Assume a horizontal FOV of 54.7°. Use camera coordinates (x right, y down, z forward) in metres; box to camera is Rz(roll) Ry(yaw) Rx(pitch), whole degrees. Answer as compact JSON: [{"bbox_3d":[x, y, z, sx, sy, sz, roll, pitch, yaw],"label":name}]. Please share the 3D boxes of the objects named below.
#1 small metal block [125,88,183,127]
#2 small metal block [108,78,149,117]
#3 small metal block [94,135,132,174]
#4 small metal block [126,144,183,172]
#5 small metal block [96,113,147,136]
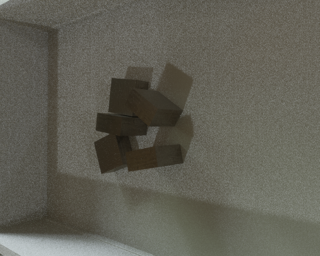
[{"bbox_3d":[-0.008,-0.026,0.397,0.050,0.050,0.025,41,115,32],"label":"small metal block"},{"bbox_3d":[-0.046,-0.044,0.445,0.050,0.025,0.050,11,97,39],"label":"small metal block"},{"bbox_3d":[-0.068,0.037,0.464,0.050,0.025,0.050,-26,74,37],"label":"small metal block"},{"bbox_3d":[-0.007,0.038,0.396,0.050,0.050,0.025,-15,81,39],"label":"small metal block"},{"bbox_3d":[-0.053,-0.005,0.435,0.050,0.050,0.025,11,97,39],"label":"small metal block"}]
